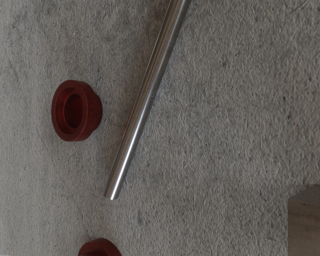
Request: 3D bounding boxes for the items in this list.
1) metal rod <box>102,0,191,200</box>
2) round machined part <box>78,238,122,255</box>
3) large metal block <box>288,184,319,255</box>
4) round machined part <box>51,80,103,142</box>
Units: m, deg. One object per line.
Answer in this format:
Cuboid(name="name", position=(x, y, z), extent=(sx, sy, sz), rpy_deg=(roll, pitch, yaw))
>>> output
Cuboid(name="metal rod", position=(-0.023, -0.033, 0.423), extent=(0.025, 0.025, 0.298), rpy_deg=(33, 110, 35))
Cuboid(name="round machined part", position=(-0.100, 0.225, 0.476), extent=(0.098, 0.042, 0.097), rpy_deg=(0, 90, 40))
Cuboid(name="large metal block", position=(0.154, 0.079, 0.242), extent=(0.080, 0.081, 0.050), rpy_deg=(0, 90, 40))
Cuboid(name="round machined part", position=(-0.131, -0.027, 0.502), extent=(0.098, 0.042, 0.097), rpy_deg=(0, 90, 40))
